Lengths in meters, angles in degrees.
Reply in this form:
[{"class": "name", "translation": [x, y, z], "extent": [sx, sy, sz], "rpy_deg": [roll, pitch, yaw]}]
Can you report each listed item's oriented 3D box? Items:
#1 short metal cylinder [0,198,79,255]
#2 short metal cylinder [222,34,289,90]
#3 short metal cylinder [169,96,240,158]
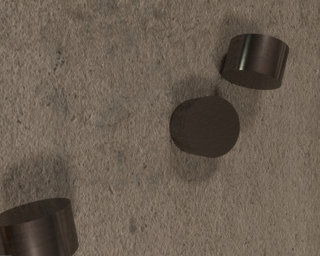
[{"class": "short metal cylinder", "translation": [-0.132, 0.112, 0.331], "extent": [0.081, 0.080, 0.050], "rpy_deg": [-11, 94, -20]}, {"class": "short metal cylinder", "translation": [0.132, -0.089, 0.430], "extent": [0.081, 0.080, 0.050], "rpy_deg": [17, 85, -20]}, {"class": "short metal cylinder", "translation": [0.059, -0.002, 0.419], "extent": [0.081, 0.050, 0.079], "rpy_deg": [0, 90, -21]}]
